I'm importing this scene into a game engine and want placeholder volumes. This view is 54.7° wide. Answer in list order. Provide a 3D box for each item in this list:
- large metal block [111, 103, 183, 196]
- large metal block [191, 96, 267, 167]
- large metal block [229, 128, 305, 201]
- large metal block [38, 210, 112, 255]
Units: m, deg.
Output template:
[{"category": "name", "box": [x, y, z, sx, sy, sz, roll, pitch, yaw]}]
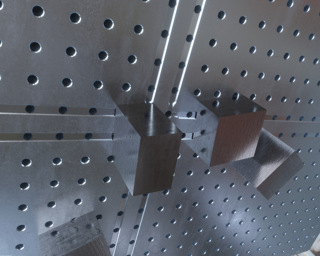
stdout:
[{"category": "large metal block", "box": [-0.020, 0.023, 0.380, 0.050, 0.080, 0.079, -5, 121, -26]}, {"category": "large metal block", "box": [0.099, 0.003, 0.453, 0.081, 0.050, 0.079, -9, 123, -24]}, {"category": "large metal block", "box": [0.168, 0.055, 0.505, 0.080, 0.080, 0.050, -45, 130, 3]}, {"category": "large metal block", "box": [-0.116, 0.178, 0.443, 0.081, 0.050, 0.080, -22, 127, -16]}]
